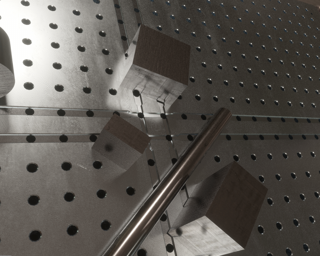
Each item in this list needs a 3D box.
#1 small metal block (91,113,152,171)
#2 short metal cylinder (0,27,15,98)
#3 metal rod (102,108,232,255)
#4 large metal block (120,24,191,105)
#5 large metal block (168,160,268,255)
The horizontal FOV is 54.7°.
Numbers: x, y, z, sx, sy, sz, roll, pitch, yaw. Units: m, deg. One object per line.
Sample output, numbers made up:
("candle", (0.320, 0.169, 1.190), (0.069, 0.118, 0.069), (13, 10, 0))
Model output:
("small metal block", (-0.045, 0.018, 0.358), (0.050, 0.050, 0.025), (35, 51, -6))
("short metal cylinder", (-0.192, -0.067, 0.310), (0.081, 0.080, 0.050), (-4, 64, -30))
("metal rod", (0.019, 0.064, 0.380), (0.025, 0.025, 0.301), (43, 51, 1))
("large metal block", (-0.005, -0.090, 0.446), (0.081, 0.050, 0.080), (19, 54, -18))
("large metal block", (0.065, 0.095, 0.352), (0.050, 0.080, 0.080), (41, 51, -1))
